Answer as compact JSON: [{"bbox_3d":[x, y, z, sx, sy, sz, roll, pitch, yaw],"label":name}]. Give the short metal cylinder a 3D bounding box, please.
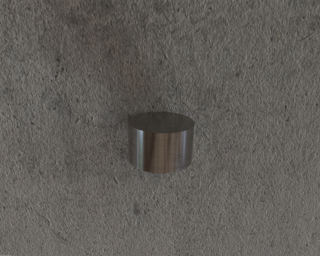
[{"bbox_3d":[0.001,0.015,0.386,0.080,0.080,0.050,2,110,-1],"label":"short metal cylinder"}]
